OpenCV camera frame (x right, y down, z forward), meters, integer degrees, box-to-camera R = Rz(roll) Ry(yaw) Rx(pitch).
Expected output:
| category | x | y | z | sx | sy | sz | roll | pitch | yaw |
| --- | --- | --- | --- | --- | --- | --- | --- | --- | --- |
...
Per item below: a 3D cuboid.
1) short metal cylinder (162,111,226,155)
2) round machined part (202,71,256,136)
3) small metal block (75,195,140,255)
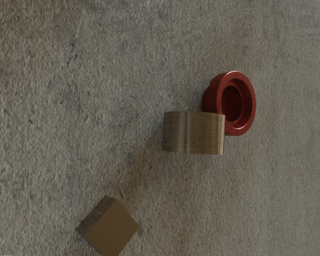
| category | x | y | z | sx | sy | sz | roll | pitch | yaw |
| --- | --- | --- | --- | --- | --- | --- | --- | --- | --- |
| short metal cylinder | 0.044 | 0.007 | 0.406 | 0.081 | 0.080 | 0.050 | 6 | 87 | -40 |
| round machined part | 0.103 | -0.037 | 0.479 | 0.099 | 0.042 | 0.097 | 0 | 90 | -40 |
| small metal block | -0.059 | 0.115 | 0.356 | 0.050 | 0.025 | 0.050 | -48 | 119 | -29 |
